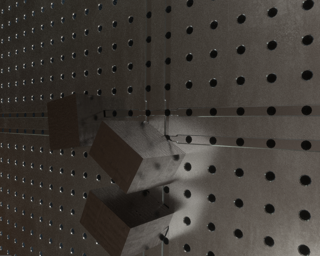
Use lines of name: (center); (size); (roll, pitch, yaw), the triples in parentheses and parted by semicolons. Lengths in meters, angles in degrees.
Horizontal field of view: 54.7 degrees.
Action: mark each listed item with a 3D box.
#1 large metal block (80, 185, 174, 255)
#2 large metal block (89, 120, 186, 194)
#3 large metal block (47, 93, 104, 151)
large metal block: (-0.043, 0.118, 0.407); (0.080, 0.081, 0.050); (31, 109, 35)
large metal block: (-0.029, 0.033, 0.395); (0.080, 0.081, 0.050); (39, 114, 33)
large metal block: (-0.136, -0.007, 0.503); (0.080, 0.050, 0.080); (-9, 84, 39)
